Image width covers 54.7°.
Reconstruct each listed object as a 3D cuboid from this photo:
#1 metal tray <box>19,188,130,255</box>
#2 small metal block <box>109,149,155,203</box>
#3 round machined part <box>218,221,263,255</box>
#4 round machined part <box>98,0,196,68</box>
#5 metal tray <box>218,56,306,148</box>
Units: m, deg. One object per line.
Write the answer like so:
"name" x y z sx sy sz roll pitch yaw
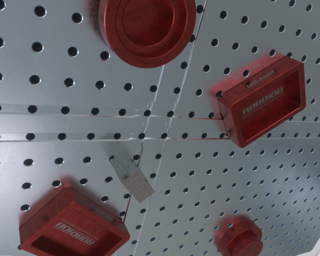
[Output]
"metal tray" -0.115 0.150 0.437 0.090 0.030 0.130 -41 130 0
"small metal block" -0.037 0.064 0.414 0.025 0.050 0.050 -36 129 -5
"round machined part" 0.175 0.246 0.648 0.099 0.042 0.097 -14 124 -21
"round machined part" -0.015 -0.115 0.320 0.099 0.042 0.097 -14 124 -21
"metal tray" 0.158 -0.038 0.470 0.131 0.030 0.090 -31 129 -8
